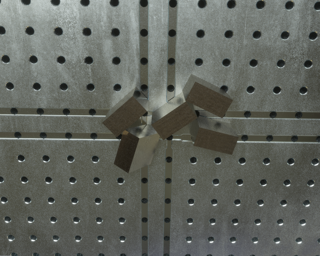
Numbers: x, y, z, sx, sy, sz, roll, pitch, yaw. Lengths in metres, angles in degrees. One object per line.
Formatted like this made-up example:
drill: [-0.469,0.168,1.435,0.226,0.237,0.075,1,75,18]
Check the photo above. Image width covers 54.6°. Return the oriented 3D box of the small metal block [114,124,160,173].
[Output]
small metal block: [-0.029,0.026,0.406,0.025,0.050,0.050,28,111,26]

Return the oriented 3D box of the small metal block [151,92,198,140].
small metal block: [0.017,-0.017,0.394,0.050,0.050,0.025,-34,107,12]

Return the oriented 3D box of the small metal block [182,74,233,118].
small metal block: [0.058,-0.041,0.385,0.050,0.050,0.025,25,108,-9]

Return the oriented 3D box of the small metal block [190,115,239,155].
small metal block: [0.069,0.008,0.403,0.050,0.050,0.025,14,110,-5]

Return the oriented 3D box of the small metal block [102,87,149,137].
small metal block: [-0.042,-0.022,0.392,0.050,0.050,0.025,-40,105,13]
